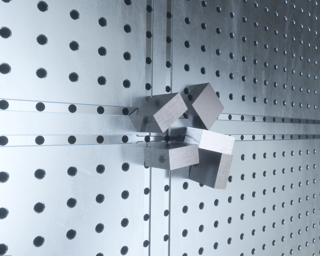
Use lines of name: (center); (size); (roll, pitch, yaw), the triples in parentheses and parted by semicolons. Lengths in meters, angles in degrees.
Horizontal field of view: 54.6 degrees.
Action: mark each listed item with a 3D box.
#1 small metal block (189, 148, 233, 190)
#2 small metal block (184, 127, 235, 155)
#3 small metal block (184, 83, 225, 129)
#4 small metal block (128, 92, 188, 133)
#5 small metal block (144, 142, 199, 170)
small metal block: (0.073, 0.057, 0.449); (0.025, 0.050, 0.050); (14, 89, -40)
small metal block: (0.069, 0.018, 0.439); (0.050, 0.050, 0.025); (13, 89, -20)
small metal block: (0.063, -0.031, 0.461); (0.050, 0.025, 0.050); (-51, 120, -28)
small metal block: (-0.002, -0.019, 0.390); (0.050, 0.050, 0.025); (-43, 116, -31)
small metal block: (0.015, 0.035, 0.404); (0.050, 0.050, 0.025); (-7, 95, -40)
